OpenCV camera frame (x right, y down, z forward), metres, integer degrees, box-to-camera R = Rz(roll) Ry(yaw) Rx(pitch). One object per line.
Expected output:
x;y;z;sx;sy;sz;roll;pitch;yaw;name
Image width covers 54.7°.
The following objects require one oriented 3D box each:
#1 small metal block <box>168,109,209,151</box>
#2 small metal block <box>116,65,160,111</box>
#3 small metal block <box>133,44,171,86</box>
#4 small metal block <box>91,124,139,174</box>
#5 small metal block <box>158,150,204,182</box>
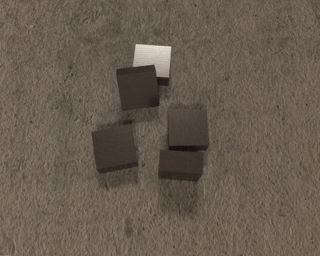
0.036;0.003;0.408;0.050;0.025;0.050;-1;70;-1;small metal block
-0.029;-0.054;0.412;0.050;0.050;0.025;-8;30;-3;small metal block
-0.011;-0.089;0.441;0.050;0.025;0.050;4;70;1;small metal block
-0.057;0.027;0.397;0.050;0.025;0.050;-11;71;-5;small metal block
0.024;0.047;0.378;0.050;0.050;0.025;4;70;1;small metal block
